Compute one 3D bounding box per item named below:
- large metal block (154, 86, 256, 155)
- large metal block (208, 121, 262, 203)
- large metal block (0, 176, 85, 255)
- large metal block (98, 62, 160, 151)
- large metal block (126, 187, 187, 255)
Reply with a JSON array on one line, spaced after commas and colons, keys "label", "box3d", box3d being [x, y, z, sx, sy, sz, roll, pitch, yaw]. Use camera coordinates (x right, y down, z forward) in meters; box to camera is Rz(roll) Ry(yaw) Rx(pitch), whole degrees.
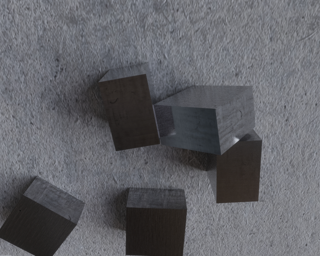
[{"label": "large metal block", "box3d": [0.053, -0.014, 0.358, 0.080, 0.081, 0.050, 7, 116, 41]}, {"label": "large metal block", "box3d": [0.090, 0.038, 0.395, 0.050, 0.080, 0.079, -3, 110, 1]}, {"label": "large metal block", "box3d": [-0.168, 0.130, 0.443, 0.080, 0.050, 0.080, 34, 106, -12]}, {"label": "large metal block", "box3d": [-0.032, -0.029, 0.369, 0.050, 0.080, 0.079, -10, 110, 4]}, {"label": "large metal block", "box3d": [-0.006, 0.135, 0.446, 0.081, 0.050, 0.079, 2, 110, -1]}]
